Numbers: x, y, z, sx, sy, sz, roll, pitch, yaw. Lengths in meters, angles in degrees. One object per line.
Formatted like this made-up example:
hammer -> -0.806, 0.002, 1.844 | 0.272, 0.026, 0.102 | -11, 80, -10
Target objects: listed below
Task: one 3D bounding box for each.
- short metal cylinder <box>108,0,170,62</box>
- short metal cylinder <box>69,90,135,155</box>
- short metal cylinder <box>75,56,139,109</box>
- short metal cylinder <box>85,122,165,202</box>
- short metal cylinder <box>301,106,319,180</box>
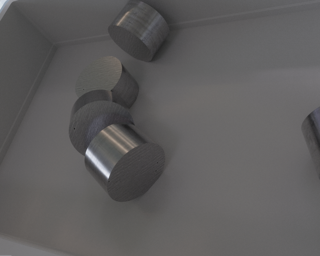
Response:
short metal cylinder -> -0.032, -0.148, 0.479 | 0.080, 0.080, 0.050 | 24, 75, 36
short metal cylinder -> -0.076, -0.005, 0.405 | 0.080, 0.080, 0.050 | -37, 25, 3
short metal cylinder -> -0.080, -0.061, 0.469 | 0.080, 0.050, 0.080 | -13, 56, 21
short metal cylinder -> -0.041, 0.040, 0.368 | 0.080, 0.080, 0.050 | -49, 51, -6
short metal cylinder -> 0.174, 0.012, 0.272 | 0.080, 0.080, 0.050 | -17, 55, 19
